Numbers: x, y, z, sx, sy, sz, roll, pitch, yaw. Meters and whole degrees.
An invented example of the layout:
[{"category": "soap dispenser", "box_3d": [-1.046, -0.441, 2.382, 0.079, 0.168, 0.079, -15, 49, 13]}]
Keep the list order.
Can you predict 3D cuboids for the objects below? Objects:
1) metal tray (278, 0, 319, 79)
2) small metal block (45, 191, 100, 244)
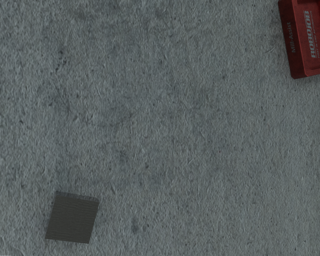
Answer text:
[{"category": "metal tray", "box_3d": [0.245, -0.151, 0.496, 0.091, 0.030, 0.129, -14, 95, -20]}, {"category": "small metal block", "box_3d": [-0.105, 0.106, 0.370, 0.050, 0.025, 0.050, 15, 85, -20]}]
